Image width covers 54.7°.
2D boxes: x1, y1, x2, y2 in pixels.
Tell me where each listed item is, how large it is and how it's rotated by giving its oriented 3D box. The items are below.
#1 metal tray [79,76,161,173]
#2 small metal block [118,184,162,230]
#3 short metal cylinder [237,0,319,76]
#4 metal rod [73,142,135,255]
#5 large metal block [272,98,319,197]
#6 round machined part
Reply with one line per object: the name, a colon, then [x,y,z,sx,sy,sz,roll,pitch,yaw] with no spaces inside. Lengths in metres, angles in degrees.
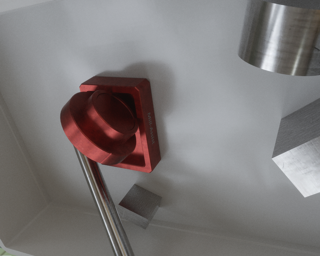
metal tray: [-0.052,-0.004,0.428,0.090,0.030,0.129,6,121,24]
small metal block: [-0.032,0.122,0.483,0.050,0.050,0.025,23,127,14]
short metal cylinder: [0.111,-0.083,0.263,0.080,0.080,0.050,17,125,18]
metal rod: [-0.065,0.138,0.433,0.025,0.025,0.299,-44,64,39]
large metal block: [0.161,0.009,0.294,0.050,0.080,0.080,49,128,-6]
round machined part: [-0.065,-0.007,0.375,0.098,0.098,0.042,46,115,-5]
